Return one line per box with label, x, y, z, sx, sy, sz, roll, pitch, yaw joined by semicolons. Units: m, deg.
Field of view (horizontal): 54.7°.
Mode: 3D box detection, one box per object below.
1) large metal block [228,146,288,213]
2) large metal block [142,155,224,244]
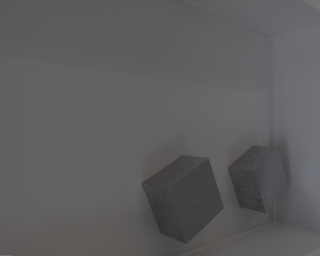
large metal block;0.170;0.085;0.533;0.081;0.050;0.080;-32;110;-36
large metal block;0.033;0.092;0.418;0.081;0.050;0.080;-30;109;-36
